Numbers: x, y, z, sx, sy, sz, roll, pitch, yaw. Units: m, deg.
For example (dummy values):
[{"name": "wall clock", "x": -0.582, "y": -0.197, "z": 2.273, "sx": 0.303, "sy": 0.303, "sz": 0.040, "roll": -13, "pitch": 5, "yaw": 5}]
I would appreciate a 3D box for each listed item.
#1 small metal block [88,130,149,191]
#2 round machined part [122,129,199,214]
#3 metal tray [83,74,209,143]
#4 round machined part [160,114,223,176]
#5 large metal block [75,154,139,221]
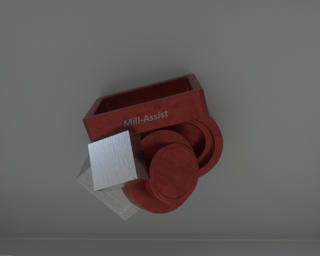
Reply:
[{"name": "small metal block", "x": -0.044, "y": 0.036, "z": 0.324, "sx": 0.050, "sy": 0.025, "sz": 0.050, "roll": -19, "pitch": 71, "yaw": 19}, {"name": "round machined part", "x": 0.006, "y": 0.050, "z": 0.357, "sx": 0.099, "sy": 0.042, "sz": 0.097, "roll": 1, "pitch": 88, "yaw": -33}, {"name": "metal tray", "x": -0.015, "y": -0.026, "z": 0.365, "sx": 0.131, "sy": 0.090, "sz": 0.030, "roll": -14, "pitch": 110, "yaw": 4}, {"name": "round machined part", "x": 0.030, "y": 0.016, "z": 0.408, "sx": 0.099, "sy": 0.042, "sz": 0.097, "roll": 0, "pitch": 110, "yaw": -1}, {"name": "large metal block", "x": -0.052, "y": 0.057, "z": 0.401, "sx": 0.050, "sy": 0.080, "sz": 0.080, "roll": -42, "pitch": 105, "yaw": 14}]
